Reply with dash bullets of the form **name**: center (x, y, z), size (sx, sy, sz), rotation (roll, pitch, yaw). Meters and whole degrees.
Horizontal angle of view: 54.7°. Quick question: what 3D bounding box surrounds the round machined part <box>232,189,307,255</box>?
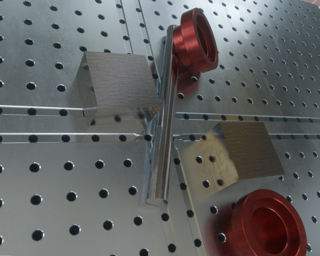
- **round machined part**: center (0.130, 0.130, 0.388), size (0.099, 0.042, 0.098), rotation (14, 56, -21)

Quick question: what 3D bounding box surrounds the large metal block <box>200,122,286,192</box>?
- **large metal block**: center (0.112, 0.039, 0.429), size (0.081, 0.050, 0.080), rotation (-1, 62, -29)

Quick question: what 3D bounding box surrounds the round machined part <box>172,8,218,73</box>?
- **round machined part**: center (0.054, -0.134, 0.489), size (0.098, 0.042, 0.098), rotation (35, 48, -51)

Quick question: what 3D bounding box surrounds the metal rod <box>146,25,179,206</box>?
- **metal rod**: center (0.010, -0.039, 0.437), size (0.025, 0.025, 0.300), rotation (19, 54, -18)

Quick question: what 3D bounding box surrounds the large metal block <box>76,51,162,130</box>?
- **large metal block**: center (-0.054, -0.047, 0.392), size (0.081, 0.050, 0.080), rotation (-4, 64, -30)
